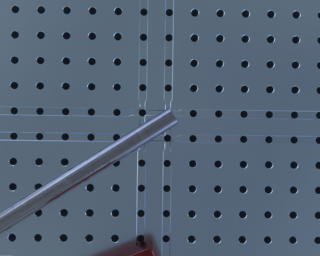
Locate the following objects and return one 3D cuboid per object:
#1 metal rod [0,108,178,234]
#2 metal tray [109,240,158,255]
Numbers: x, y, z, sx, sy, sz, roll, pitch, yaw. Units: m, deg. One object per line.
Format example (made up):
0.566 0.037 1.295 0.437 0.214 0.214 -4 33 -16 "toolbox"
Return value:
-0.110 0.063 0.411 0.301 0.025 0.025 -32 90 -1 "metal rod"
-0.056 0.218 0.410 0.131 0.030 0.090 -22 90 -1 "metal tray"
